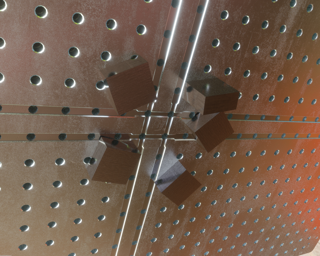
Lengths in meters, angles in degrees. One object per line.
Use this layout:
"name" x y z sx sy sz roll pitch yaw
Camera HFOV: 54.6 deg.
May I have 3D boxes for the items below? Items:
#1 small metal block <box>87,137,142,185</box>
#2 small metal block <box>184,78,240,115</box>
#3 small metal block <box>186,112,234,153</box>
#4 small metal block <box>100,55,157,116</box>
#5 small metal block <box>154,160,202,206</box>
"small metal block" -0.060 0.044 0.405 0.050 0.025 0.050 16 110 -35
"small metal block" 0.066 -0.042 0.404 0.050 0.050 0.025 -10 123 -23
"small metal block" 0.073 0.000 0.450 0.050 0.025 0.050 -39 129 -2
"small metal block" -0.036 -0.050 0.361 0.050 0.025 0.050 -24 127 -14
"small metal block" 0.028 0.086 0.479 0.050 0.025 0.050 -43 129 1
